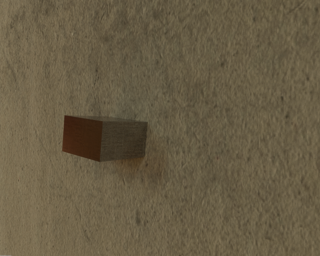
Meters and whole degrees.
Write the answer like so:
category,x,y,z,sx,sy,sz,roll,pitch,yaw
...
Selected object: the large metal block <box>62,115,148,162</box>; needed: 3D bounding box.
category,x,y,z,sx,sy,sz,roll,pitch,yaw
large metal block,-0.076,0.012,0.429,0.080,0.081,0.050,9,96,39
